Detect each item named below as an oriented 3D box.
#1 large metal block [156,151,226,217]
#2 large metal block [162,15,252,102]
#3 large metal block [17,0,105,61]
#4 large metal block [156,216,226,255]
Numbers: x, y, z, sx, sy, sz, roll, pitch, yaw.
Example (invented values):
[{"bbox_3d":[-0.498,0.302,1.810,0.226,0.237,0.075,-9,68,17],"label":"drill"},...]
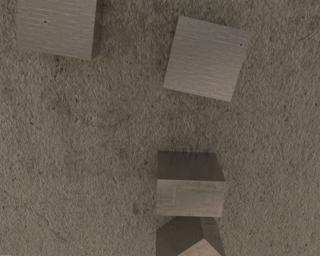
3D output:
[{"bbox_3d":[0.036,0.070,0.407,0.081,0.080,0.050,2,110,-1],"label":"large metal block"},{"bbox_3d":[0.051,-0.083,0.366,0.081,0.050,0.079,12,110,-5],"label":"large metal block"},{"bbox_3d":[-0.109,-0.126,0.349,0.081,0.050,0.079,9,110,-4],"label":"large metal block"},{"bbox_3d":[0.041,0.167,0.442,0.080,0.080,0.050,-38,106,13],"label":"large metal block"}]
